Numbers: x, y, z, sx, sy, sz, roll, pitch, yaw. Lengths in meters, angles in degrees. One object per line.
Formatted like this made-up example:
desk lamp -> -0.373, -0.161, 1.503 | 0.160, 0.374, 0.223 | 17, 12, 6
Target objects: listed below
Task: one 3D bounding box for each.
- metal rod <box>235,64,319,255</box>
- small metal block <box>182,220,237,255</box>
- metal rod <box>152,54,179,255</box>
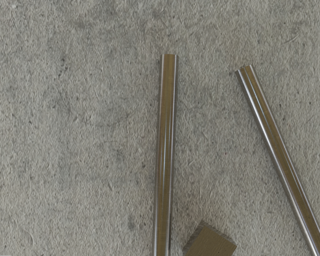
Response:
metal rod -> 0.169, 0.058, 0.412 | 0.025, 0.025, 0.299 | -23, 90, 0
small metal block -> 0.065, 0.160, 0.411 | 0.050, 0.025, 0.050 | 33, 90, -1
metal rod -> 0.006, 0.054, 0.410 | 0.025, 0.025, 0.298 | 2, 90, -1
